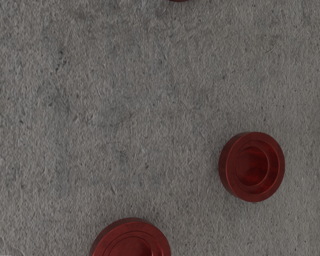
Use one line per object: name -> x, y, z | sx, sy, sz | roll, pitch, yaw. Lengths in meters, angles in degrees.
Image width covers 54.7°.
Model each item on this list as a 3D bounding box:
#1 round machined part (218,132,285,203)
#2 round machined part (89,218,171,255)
round machined part -> 0.127, 0.054, 0.447 | 0.099, 0.042, 0.097 | 0, 90, -20
round machined part -> -0.039, 0.160, 0.386 | 0.099, 0.042, 0.097 | 0, 90, -20
